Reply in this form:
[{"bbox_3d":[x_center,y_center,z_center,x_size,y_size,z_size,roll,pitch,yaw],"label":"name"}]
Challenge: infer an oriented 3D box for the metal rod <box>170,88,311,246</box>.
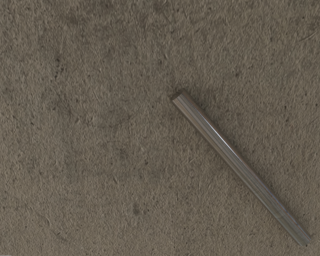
[{"bbox_3d":[0.120,0.063,0.433,0.025,0.025,0.300,-39,106,13],"label":"metal rod"}]
